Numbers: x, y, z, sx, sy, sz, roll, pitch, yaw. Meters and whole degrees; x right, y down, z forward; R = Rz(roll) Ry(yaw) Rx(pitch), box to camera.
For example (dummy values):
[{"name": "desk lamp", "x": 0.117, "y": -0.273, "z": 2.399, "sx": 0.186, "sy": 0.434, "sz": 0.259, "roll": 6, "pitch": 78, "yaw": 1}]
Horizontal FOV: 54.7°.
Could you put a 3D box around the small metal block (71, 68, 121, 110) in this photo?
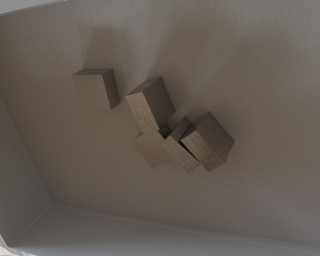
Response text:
[{"name": "small metal block", "x": -0.086, "y": -0.053, "z": 0.422, "sx": 0.050, "sy": 0.025, "sz": 0.050, "roll": 4, "pitch": 120, "yaw": 26}]

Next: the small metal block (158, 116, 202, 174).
[{"name": "small metal block", "x": 0.034, "y": 0.020, "z": 0.387, "sx": 0.050, "sy": 0.050, "sz": 0.025, "roll": 42, "pitch": 129, "yaw": -1}]

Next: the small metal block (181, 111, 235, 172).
[{"name": "small metal block", "x": 0.058, "y": 0.015, "z": 0.371, "sx": 0.050, "sy": 0.050, "sz": 0.025, "roll": 49, "pitch": 128, "yaw": -6}]

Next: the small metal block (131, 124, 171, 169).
[{"name": "small metal block", "x": -0.003, "y": 0.022, "z": 0.424, "sx": 0.050, "sy": 0.025, "sz": 0.050, "roll": -33, "pitch": 100, "yaw": 38}]

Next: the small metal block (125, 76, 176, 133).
[{"name": "small metal block", "x": -0.010, "y": -0.029, "z": 0.380, "sx": 0.025, "sy": 0.050, "sz": 0.050, "roll": -12, "pitch": 113, "yaw": 33}]
